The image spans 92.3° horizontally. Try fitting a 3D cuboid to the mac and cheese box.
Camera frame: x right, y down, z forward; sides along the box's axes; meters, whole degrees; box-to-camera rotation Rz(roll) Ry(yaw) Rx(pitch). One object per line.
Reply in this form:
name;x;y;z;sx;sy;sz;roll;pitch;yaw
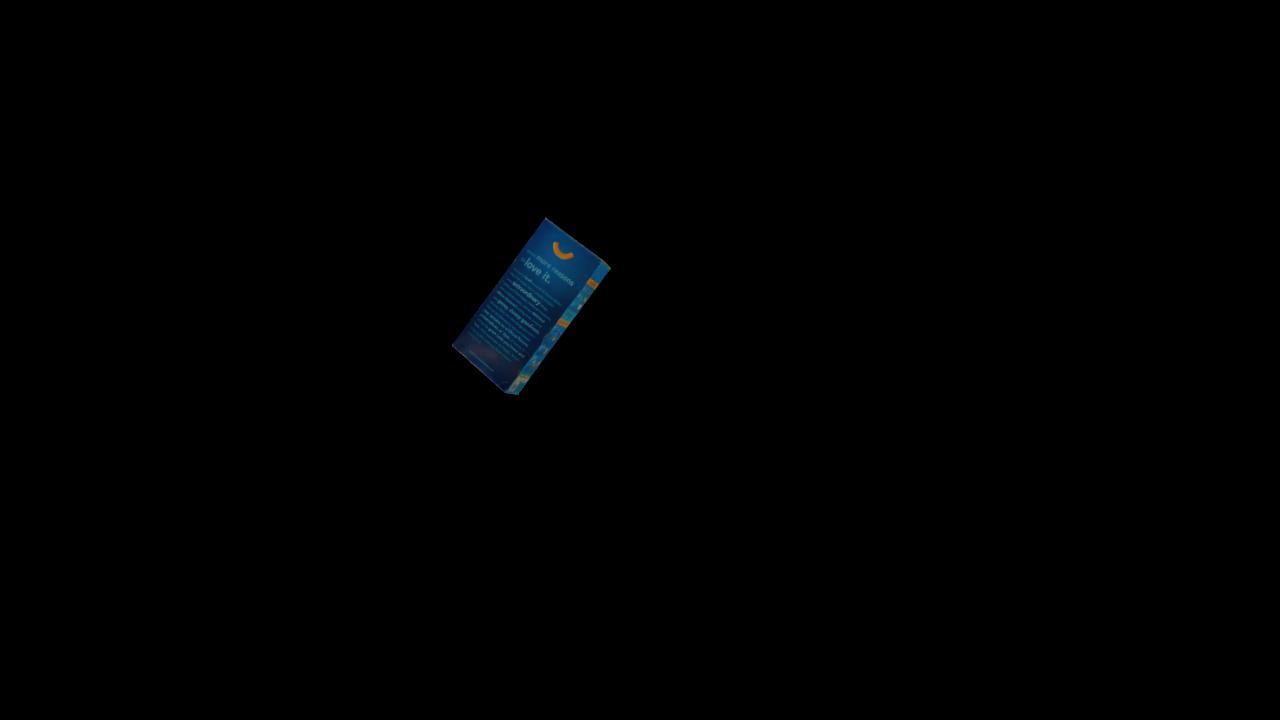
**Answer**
mac and cheese box;-0.125;-0.061;0.708;0.093;0.184;0.041;38;3;17
